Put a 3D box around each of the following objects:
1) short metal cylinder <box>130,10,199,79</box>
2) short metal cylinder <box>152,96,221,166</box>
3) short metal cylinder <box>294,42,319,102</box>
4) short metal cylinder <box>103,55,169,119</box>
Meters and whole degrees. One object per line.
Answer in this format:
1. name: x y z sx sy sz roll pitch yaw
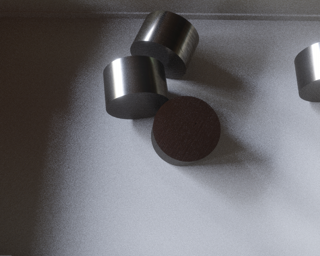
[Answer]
1. short metal cylinder: 0.007 -0.111 0.421 0.080 0.080 0.050 21 72 7
2. short metal cylinder: 0.030 0.006 0.389 0.081 0.050 0.080 1 77 -4
3. short metal cylinder: 0.224 -0.073 0.408 0.080 0.080 0.050 1 70 0
4. short metal cylinder: -0.031 -0.049 0.398 0.081 0.080 0.050 -7 70 -3
